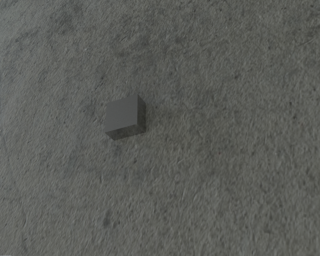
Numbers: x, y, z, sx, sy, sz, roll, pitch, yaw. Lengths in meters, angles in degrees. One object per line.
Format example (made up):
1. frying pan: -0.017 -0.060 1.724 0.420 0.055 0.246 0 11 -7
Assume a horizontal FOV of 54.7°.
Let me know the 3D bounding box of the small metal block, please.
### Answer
1. small metal block: -0.048 -0.015 0.437 0.050 0.025 0.050 -14 56 19
